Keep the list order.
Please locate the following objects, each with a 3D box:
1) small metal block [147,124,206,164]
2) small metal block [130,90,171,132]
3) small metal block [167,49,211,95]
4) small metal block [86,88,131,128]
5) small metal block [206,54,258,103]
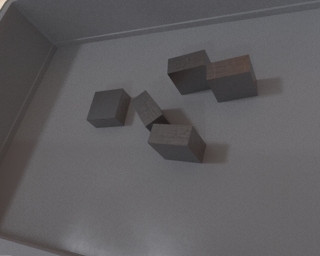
[{"bbox_3d":[0.021,0.019,0.367,0.050,0.050,0.025,3,63,29],"label":"small metal block"},{"bbox_3d":[-0.007,-0.013,0.402,0.025,0.050,0.050,-36,51,4],"label":"small metal block"},{"bbox_3d":[0.043,-0.072,0.411,0.050,0.050,0.025,-10,58,23],"label":"small metal block"},{"bbox_3d":[-0.076,-0.029,0.464,0.050,0.025,0.050,-3,60,26],"label":"small metal block"},{"bbox_3d":[0.089,-0.059,0.379,0.050,0.050,0.025,-9,58,23],"label":"small metal block"}]
